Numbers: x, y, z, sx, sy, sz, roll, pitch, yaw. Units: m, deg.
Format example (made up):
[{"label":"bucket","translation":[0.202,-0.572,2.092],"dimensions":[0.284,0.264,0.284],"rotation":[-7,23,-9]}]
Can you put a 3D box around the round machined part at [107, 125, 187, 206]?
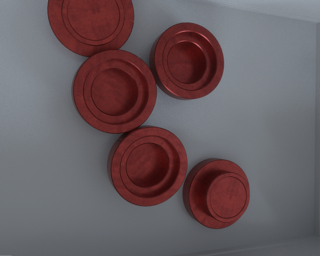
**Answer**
[{"label":"round machined part","translation":[-0.019,0.045,0.391],"dimensions":[0.099,0.042,0.097],"rotation":[-2,96,-22]}]

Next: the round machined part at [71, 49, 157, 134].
[{"label":"round machined part","translation":[-0.057,-0.044,0.377],"dimensions":[0.099,0.042,0.097],"rotation":[-2,96,-21]}]

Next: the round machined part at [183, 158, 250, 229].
[{"label":"round machined part","translation":[0.085,0.093,0.433],"dimensions":[0.099,0.042,0.097],"rotation":[0,90,-20]}]

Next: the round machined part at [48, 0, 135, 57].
[{"label":"round machined part","translation":[-0.078,-0.131,0.358],"dimensions":[0.099,0.042,0.097],"rotation":[-5,109,-15]}]

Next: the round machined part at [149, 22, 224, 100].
[{"label":"round machined part","translation":[0.032,-0.086,0.413],"dimensions":[0.099,0.042,0.097],"rotation":[0,90,-20]}]
